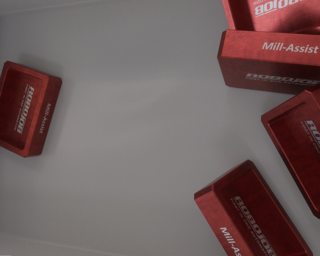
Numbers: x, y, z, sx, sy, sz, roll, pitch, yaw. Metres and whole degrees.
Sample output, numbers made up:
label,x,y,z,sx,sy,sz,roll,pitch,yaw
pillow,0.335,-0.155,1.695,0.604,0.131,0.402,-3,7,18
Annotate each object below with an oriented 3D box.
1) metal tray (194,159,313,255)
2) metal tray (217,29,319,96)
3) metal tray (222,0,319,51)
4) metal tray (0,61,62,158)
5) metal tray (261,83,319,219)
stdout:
label,x,y,z,sx,sy,sz,roll,pitch,yaw
metal tray,0.104,0.108,0.337,0.030,0.091,0.130,-41,76,42
metal tray,0.133,-0.065,0.326,0.130,0.090,0.030,10,81,19
metal tray,0.125,-0.131,0.312,0.130,0.030,0.090,0,112,56
metal tray,-0.214,-0.029,0.483,0.090,0.030,0.129,21,97,18
metal tray,0.166,0.027,0.316,0.030,0.090,0.130,-24,81,-17
